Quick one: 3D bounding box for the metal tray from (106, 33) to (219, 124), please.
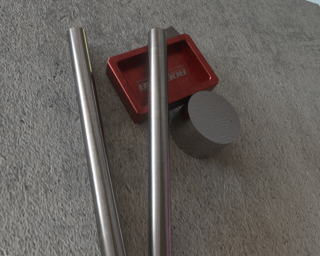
[{"bbox_3d":[0.004,-0.071,0.426,0.131,0.030,0.090,-25,76,-23],"label":"metal tray"}]

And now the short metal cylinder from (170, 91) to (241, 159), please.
[{"bbox_3d":[0.061,-0.004,0.423,0.081,0.050,0.080,14,56,-21],"label":"short metal cylinder"}]

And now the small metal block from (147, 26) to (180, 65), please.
[{"bbox_3d":[0.016,-0.129,0.491,0.050,0.025,0.050,47,51,5],"label":"small metal block"}]

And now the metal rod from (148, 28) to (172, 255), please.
[{"bbox_3d":[-0.001,0.016,0.359,0.025,0.025,0.299,8,68,-24],"label":"metal rod"}]

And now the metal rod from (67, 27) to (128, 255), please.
[{"bbox_3d":[-0.077,0.004,0.359,0.025,0.025,0.299,-1,62,-29],"label":"metal rod"}]
